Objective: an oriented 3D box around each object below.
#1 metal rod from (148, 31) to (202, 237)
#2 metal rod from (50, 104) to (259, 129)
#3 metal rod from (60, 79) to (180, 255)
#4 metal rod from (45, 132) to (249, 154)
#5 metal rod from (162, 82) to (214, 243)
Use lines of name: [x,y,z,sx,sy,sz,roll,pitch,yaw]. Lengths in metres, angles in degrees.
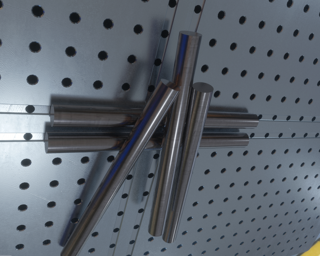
metal rod: [0.014,0.027,0.405,0.025,0.025,0.298,-6,122,-26]
metal rod: [0.014,-0.012,0.413,0.303,0.025,0.025,1,118,-29]
metal rod: [-0.061,0.070,0.398,0.025,0.025,0.298,15,117,-35]
metal rod: [0.003,0.018,0.426,0.303,0.025,0.025,1,118,-29]
metal rod: [0.033,0.071,0.451,0.025,0.025,0.298,-10,130,-23]
